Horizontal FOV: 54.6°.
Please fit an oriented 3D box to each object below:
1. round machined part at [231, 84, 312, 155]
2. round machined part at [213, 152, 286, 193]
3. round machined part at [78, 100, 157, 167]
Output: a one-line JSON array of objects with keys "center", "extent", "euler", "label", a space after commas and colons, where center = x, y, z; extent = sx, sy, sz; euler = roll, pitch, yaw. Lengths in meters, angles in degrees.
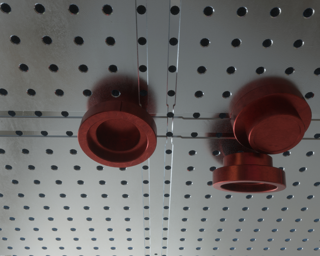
[{"center": [0.144, -0.004, 0.398], "extent": [0.099, 0.042, 0.097], "euler": [0, 130, 0], "label": "round machined part"}, {"center": [0.124, 0.063, 0.437], "extent": [0.098, 0.042, 0.098], "euler": [3, 159, 2], "label": "round machined part"}, {"center": [-0.053, 0.003, 0.403], "extent": [0.099, 0.042, 0.097], "euler": [0, 130, 0], "label": "round machined part"}]
